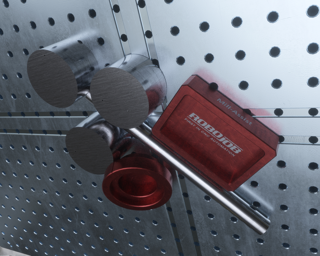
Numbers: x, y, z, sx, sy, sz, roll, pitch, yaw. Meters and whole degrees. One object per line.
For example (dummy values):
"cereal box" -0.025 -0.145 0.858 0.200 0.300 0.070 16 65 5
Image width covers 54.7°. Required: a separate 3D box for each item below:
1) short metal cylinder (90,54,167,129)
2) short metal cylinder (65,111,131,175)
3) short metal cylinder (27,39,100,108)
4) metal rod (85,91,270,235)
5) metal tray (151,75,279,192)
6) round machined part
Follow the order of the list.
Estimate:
"short metal cylinder" -0.039 -0.046 0.386 0.080 0.050 0.079 13 124 21
"short metal cylinder" -0.090 0.021 0.455 0.080 0.050 0.079 13 124 21
"short metal cylinder" -0.129 -0.074 0.418 0.080 0.050 0.079 13 124 21
"metal rod" 0.023 0.043 0.426 0.300 0.025 0.025 38 129 2
"metal tray" 0.064 0.009 0.379 0.130 0.030 0.089 37 130 3
"round machined part" -0.031 0.074 0.449 0.099 0.042 0.097 2 132 2
